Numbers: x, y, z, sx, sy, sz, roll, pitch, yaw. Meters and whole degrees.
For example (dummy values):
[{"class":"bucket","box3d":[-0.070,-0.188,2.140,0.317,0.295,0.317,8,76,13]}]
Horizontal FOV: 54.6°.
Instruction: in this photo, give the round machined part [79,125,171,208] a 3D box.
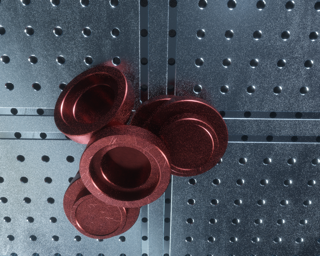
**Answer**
[{"class":"round machined part","box3d":[-0.036,0.039,0.350,0.098,0.042,0.097,1,118,2]}]

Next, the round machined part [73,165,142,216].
[{"class":"round machined part","box3d":[-0.067,0.085,0.413,0.099,0.042,0.097,0,110,0]}]

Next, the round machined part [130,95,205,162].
[{"class":"round machined part","box3d":[0.010,0.011,0.386,0.099,0.042,0.097,0,110,0]}]

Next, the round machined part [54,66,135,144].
[{"class":"round machined part","box3d":[-0.074,-0.024,0.375,0.098,0.098,0.042,-26,143,9]}]

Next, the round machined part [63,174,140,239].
[{"class":"round machined part","box3d":[-0.074,0.101,0.396,0.099,0.042,0.097,0,110,0]}]

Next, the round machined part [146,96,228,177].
[{"class":"round machined part","box3d":[0.031,0.015,0.364,0.099,0.042,0.097,0,110,0]}]
